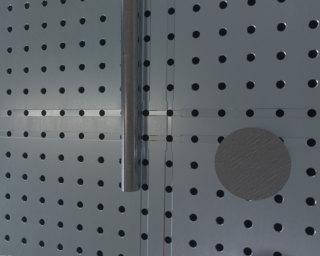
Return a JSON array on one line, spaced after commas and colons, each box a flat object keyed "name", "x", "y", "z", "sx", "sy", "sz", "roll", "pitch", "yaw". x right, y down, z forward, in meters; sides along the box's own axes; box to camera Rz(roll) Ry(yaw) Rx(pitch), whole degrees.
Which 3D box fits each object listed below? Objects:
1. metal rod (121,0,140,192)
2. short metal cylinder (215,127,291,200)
[{"name": "metal rod", "x": -0.041, "y": -0.064, "z": 0.426, "sx": 0.025, "sy": 0.025, "sz": 0.298, "roll": 0, "pitch": 90, "yaw": 20}, {"name": "short metal cylinder", "x": 0.108, "y": 0.039, "z": 0.361, "sx": 0.080, "sy": 0.050, "sz": 0.079, "roll": 0, "pitch": 90, "yaw": 20}]
